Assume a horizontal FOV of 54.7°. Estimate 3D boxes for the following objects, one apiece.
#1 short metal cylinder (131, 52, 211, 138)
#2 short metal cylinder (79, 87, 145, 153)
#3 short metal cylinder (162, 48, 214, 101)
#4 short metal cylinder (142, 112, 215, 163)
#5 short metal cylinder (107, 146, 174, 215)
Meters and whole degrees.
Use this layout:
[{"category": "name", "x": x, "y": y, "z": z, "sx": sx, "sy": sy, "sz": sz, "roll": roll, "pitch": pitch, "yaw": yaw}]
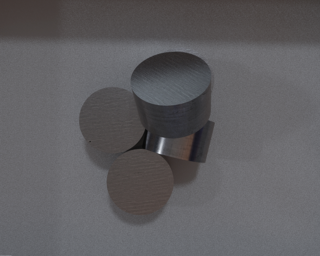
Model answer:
[{"category": "short metal cylinder", "x": 0.013, "y": -0.036, "z": 0.327, "sx": 0.080, "sy": 0.050, "sz": 0.080, "roll": -4, "pitch": 50, "yaw": 5}, {"category": "short metal cylinder", "x": -0.057, "y": -0.010, "z": 0.396, "sx": 0.081, "sy": 0.050, "sz": 0.079, "roll": 0, "pitch": 90, "yaw": -1}, {"category": "short metal cylinder", "x": 0.025, "y": -0.057, "z": 0.398, "sx": 0.081, "sy": 0.050, "sz": 0.079, "roll": 0, "pitch": 90, "yaw": -1}, {"category": "short metal cylinder", "x": 0.023, "y": 0.009, "z": 0.383, "sx": 0.080, "sy": 0.080, "sz": 0.050, "roll": 13, "pitch": 90, "yaw": -1}, {"category": "short metal cylinder", "x": -0.024, "y": 0.065, "z": 0.397, "sx": 0.081, "sy": 0.050, "sz": 0.079, "roll": 0, "pitch": 90, "yaw": -1}]
